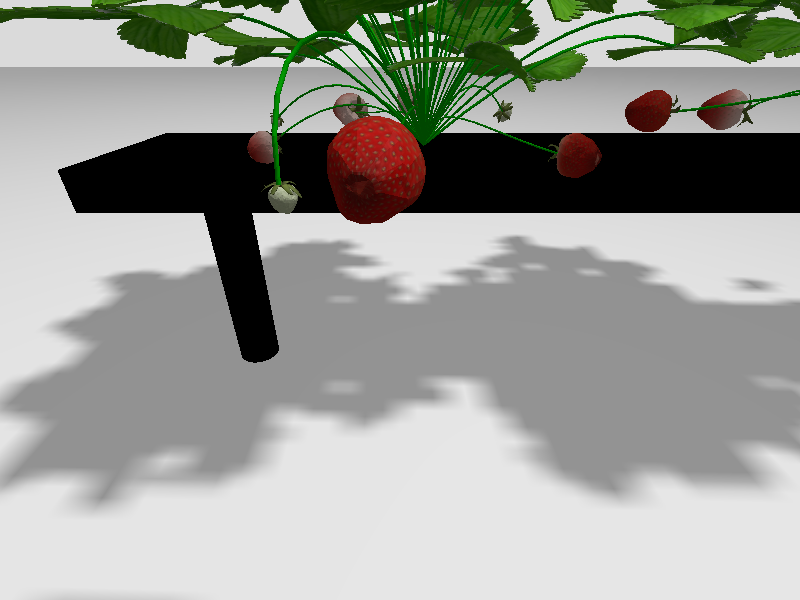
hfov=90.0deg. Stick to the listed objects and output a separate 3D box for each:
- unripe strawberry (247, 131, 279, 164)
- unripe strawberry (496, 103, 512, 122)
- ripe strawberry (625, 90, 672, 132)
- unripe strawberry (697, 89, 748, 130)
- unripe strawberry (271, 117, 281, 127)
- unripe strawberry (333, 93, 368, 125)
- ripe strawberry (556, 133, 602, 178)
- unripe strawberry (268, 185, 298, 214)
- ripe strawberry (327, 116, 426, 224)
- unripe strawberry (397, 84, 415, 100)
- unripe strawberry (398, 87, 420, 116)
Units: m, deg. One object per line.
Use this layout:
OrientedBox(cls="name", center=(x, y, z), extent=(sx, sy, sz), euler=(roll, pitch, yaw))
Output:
OrientedBox(cls="unripe strawberry", center=(-0.092, -0.102, 0.269), extent=(0.019, 0.020, 0.018), euler=(-34, 41, -14))
OrientedBox(cls="unripe strawberry", center=(0.115, -0.205, 0.438), extent=(0.016, 0.018, 0.018), euler=(21, 23, 30))
OrientedBox(cls="ripe strawberry", center=(0.238, -0.182, 0.387), extent=(0.038, 0.037, 0.035), euler=(9, 33, 16))
OrientedBox(cls="unripe strawberry", center=(0.318, -0.189, 0.397), extent=(0.038, 0.037, 0.035), euler=(16, 35, 25))
OrientedBox(cls="unripe strawberry", center=(-0.125, -0.181, 0.405), extent=(0.012, 0.013, 0.011), euler=(-23, 12, 42))
OrientedBox(cls="unripe strawberry", center=(-0.051, -0.191, 0.403), extent=(0.035, 0.031, 0.032), euler=(-22, 37, -31))
OrientedBox(cls="ripe strawberry", center=(0.105, -0.084, 0.235), extent=(0.022, 0.025, 0.024), euler=(-23, 39, -32))
OrientedBox(cls="unripe strawberry", center=(-0.048, -0.042, 0.166), extent=(0.011, 0.012, 0.013), euler=(11, 33, 17))
OrientedBox(cls="ripe strawberry", center=(-0.011, -0.053, 0.171), extent=(0.043, 0.045, 0.046), euler=(5, 33, 9))
OrientedBox(cls="unripe strawberry", center=(0.015, -0.252, 0.501), extent=(0.036, 0.033, 0.033), euler=(-1, 31, -1))
OrientedBox(cls="unripe strawberry", center=(0.015, -0.231, 0.467), extent=(0.036, 0.031, 0.036), euler=(-1, 31, -1))
